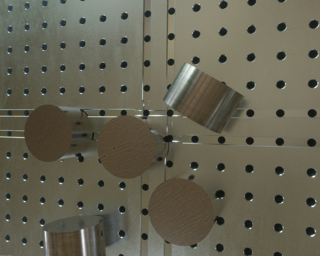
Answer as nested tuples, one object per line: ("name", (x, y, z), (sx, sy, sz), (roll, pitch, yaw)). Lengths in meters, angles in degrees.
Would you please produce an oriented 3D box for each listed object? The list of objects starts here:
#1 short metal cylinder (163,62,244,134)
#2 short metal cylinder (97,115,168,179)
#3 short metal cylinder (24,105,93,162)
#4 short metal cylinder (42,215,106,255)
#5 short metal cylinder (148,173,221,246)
("short metal cylinder", (0.051, -0.036, 0.365), (0.080, 0.080, 0.050), (33, 101, 17))
("short metal cylinder", (-0.035, 0.024, 0.412), (0.080, 0.050, 0.079), (0, 90, 20))
("short metal cylinder", (-0.147, 0.007, 0.451), (0.080, 0.050, 0.079), (0, 90, 20))
("short metal cylinder", (-0.117, 0.155, 0.425), (0.080, 0.080, 0.050), (-5, 88, 20))
("short metal cylinder", (0.032, 0.099, 0.388), (0.080, 0.050, 0.079), (0, 90, 20))
